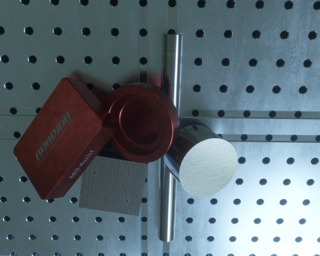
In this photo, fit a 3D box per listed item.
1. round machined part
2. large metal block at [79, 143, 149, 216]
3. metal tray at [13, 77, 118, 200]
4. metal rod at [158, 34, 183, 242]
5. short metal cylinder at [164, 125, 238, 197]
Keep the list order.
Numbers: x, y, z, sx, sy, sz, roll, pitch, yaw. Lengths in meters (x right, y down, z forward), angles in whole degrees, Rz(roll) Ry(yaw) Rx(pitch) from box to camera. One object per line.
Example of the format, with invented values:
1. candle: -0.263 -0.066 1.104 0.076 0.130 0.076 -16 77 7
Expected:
1. round machined part: -0.021 -0.009 0.387 0.098 0.042 0.097 9 111 24
2. large metal block: -0.061 0.067 0.424 0.081 0.050 0.079 10 110 -4
3. metal tray: -0.122 0.014 0.388 0.130 0.030 0.090 -50 65 15
4. metal rod: 0.013 0.027 0.424 0.025 0.025 0.298 1 110 -1
5. short metal cylinder: 0.052 0.042 0.402 0.081 0.050 0.079 -7 112 -19
